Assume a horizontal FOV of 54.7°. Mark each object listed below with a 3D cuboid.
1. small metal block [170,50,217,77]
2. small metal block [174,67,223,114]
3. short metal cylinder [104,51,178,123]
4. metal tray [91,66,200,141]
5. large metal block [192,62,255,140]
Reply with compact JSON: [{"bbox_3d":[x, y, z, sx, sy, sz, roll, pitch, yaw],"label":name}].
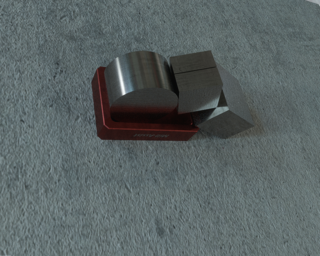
[{"bbox_3d":[0.039,-0.066,0.383,0.050,0.050,0.025,-11,63,-4],"label":"small metal block"},{"bbox_3d":[0.044,-0.044,0.372,0.050,0.050,0.025,-11,63,-4],"label":"small metal block"},{"bbox_3d":[-0.023,-0.046,0.369,0.081,0.080,0.050,1,62,-28],"label":"short metal cylinder"},{"bbox_3d":[-0.019,-0.030,0.410,0.131,0.030,0.090,2,61,-27],"label":"metal tray"},{"bbox_3d":[0.083,-0.038,0.438,0.080,0.050,0.080,22,49,-48],"label":"large metal block"}]
